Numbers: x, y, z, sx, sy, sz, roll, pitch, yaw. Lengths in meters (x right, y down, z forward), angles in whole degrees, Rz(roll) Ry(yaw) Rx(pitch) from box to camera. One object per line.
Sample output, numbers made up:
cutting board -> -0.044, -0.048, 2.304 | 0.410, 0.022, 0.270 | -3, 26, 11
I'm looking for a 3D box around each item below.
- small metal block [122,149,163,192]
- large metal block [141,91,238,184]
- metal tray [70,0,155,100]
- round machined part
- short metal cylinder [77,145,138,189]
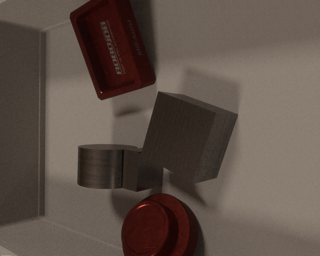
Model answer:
small metal block -> -0.021, 0.053, 0.406 | 0.025, 0.050, 0.050 | 5, 94, 39
large metal block -> 0.033, 0.008, 0.362 | 0.080, 0.050, 0.079 | 25, 106, 37
metal tray -> -0.067, -0.111, 0.431 | 0.090, 0.030, 0.129 | -11, 102, 39
round machined part -> -0.007, 0.126, 0.374 | 0.098, 0.042, 0.098 | -19, 52, 26
short metal cylinder -> -0.072, 0.051, 0.428 | 0.080, 0.081, 0.050 | 3, 92, 39
